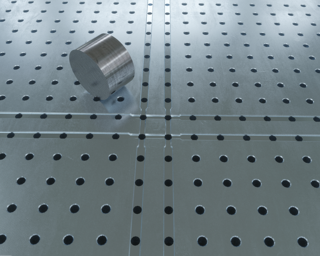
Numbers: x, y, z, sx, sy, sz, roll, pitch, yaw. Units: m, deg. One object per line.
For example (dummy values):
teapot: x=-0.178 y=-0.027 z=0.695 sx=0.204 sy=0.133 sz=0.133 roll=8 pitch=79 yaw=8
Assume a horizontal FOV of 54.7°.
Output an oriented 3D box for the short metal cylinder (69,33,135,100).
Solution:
short metal cylinder: x=-0.083 y=-0.087 z=0.444 sx=0.080 sy=0.080 sz=0.050 roll=33 pitch=57 yaw=24
